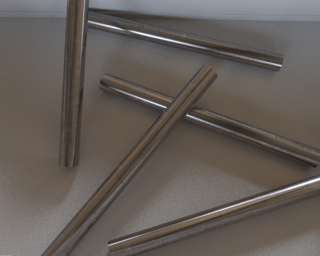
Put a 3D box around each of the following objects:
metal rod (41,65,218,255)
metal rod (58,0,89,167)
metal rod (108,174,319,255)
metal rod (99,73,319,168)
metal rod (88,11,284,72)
[{"bbox_3d":[-0.031,0.040,0.377,0.025,0.025,0.300,38,80,12],"label":"metal rod"},{"bbox_3d":[-0.102,-0.101,0.376,0.025,0.025,0.298,6,97,2],"label":"metal rod"},{"bbox_3d":[0.088,0.102,0.372,0.302,0.025,0.025,-16,71,-6],"label":"metal rod"},{"bbox_3d":[0.061,-0.013,0.414,0.301,0.025,0.025,20,71,7],"label":"metal rod"},{"bbox_3d":[0.027,-0.130,0.457,0.301,0.025,0.025,14,71,5],"label":"metal rod"}]
